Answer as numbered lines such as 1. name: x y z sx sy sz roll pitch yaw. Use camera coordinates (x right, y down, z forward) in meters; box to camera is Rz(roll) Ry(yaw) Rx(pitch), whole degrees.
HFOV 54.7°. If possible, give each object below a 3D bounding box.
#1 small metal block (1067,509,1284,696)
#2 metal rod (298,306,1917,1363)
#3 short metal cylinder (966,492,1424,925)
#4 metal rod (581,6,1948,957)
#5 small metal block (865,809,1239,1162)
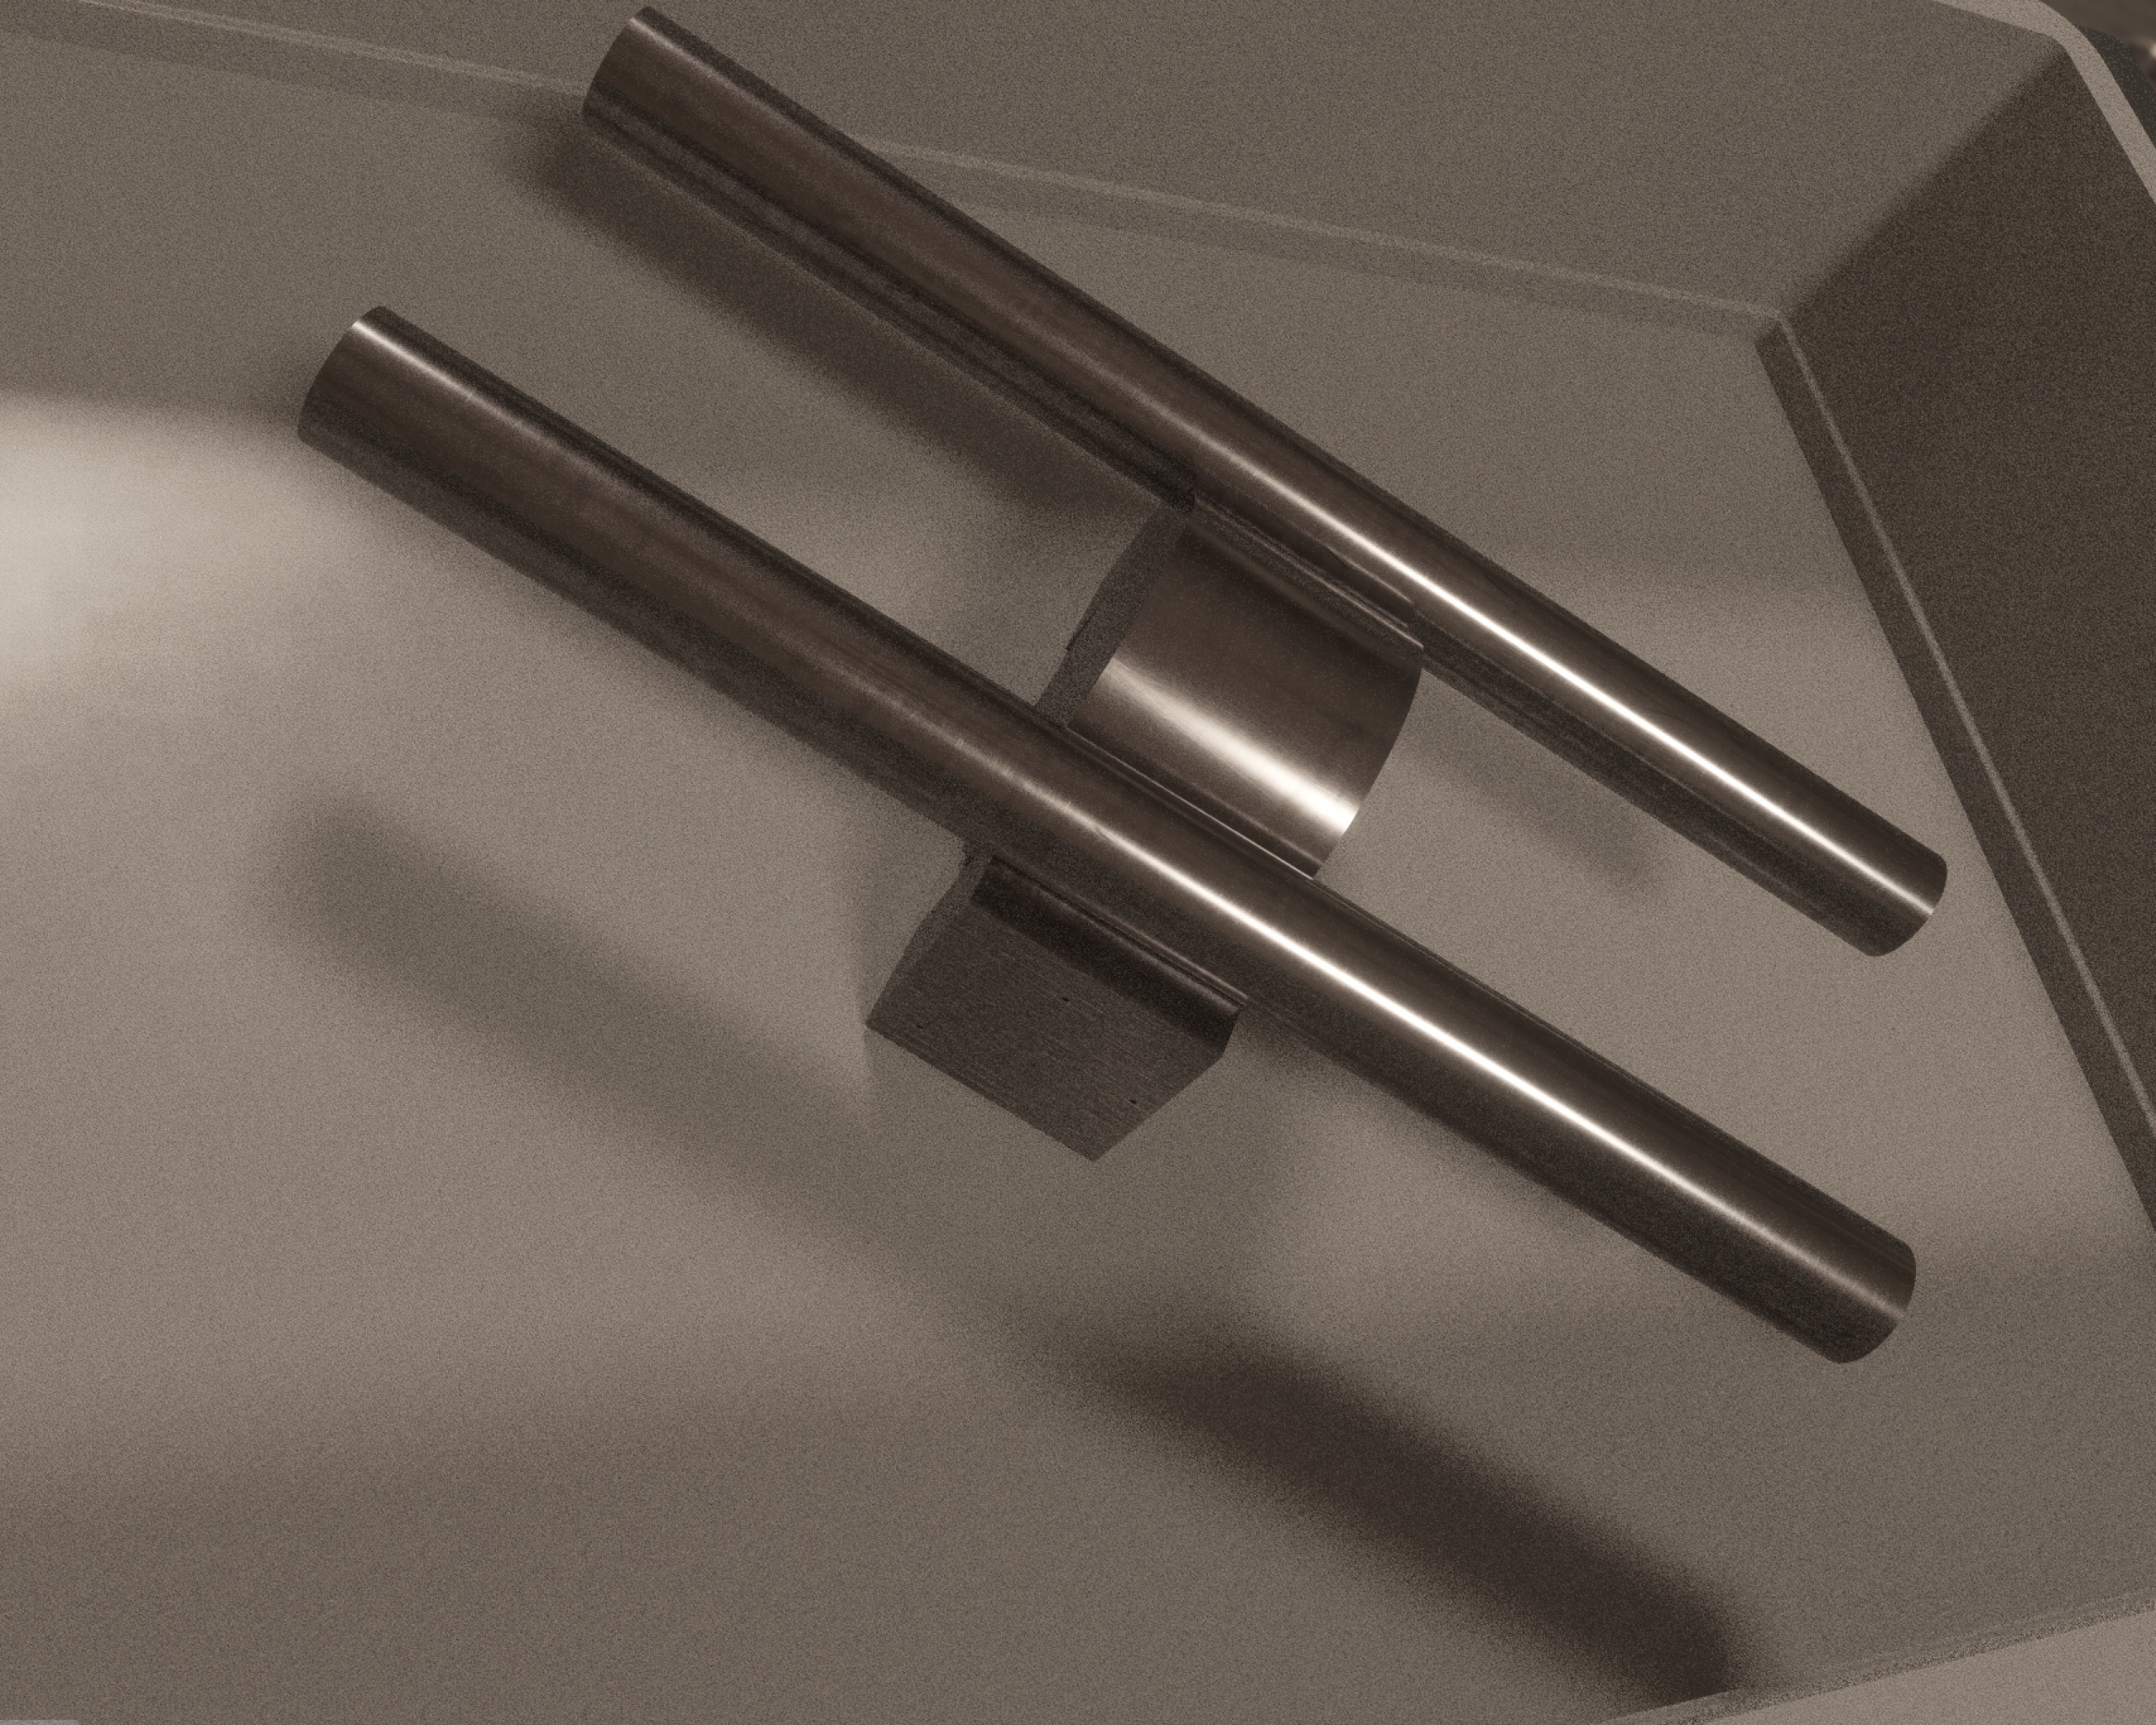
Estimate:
1. small metal block: 0.033 -0.053 0.439 0.050 0.050 0.025 32 52 -8
2. metal rod: 0.012 0.001 0.349 0.301 0.025 0.025 31 52 -8
3. short metal cylinder: 0.021 -0.023 0.395 0.050 0.080 0.080 32 51 -8
4. metal rod: 0.042 -0.069 0.406 0.301 0.025 0.025 31 52 -8
5. small metal block: -0.003 0.022 0.374 0.050 0.050 0.025 32 52 -8
